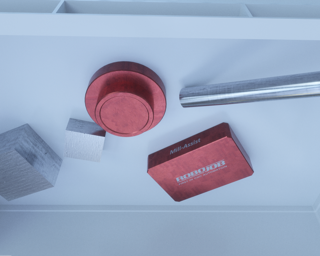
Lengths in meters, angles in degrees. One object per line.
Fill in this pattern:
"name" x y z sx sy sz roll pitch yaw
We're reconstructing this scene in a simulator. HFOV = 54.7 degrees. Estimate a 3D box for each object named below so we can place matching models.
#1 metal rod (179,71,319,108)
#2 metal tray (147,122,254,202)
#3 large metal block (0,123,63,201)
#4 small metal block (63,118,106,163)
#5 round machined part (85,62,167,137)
"metal rod" 0.155 -0.042 0.298 0.300 0.025 0.025 -3 135 34
"metal tray" 0.058 0.054 0.453 0.130 0.030 0.090 -25 126 19
"large metal block" -0.199 0.050 0.432 0.080 0.050 0.080 -19 128 15
"small metal block" -0.102 0.018 0.423 0.050 0.025 0.050 11 129 -10
"round machined part" -0.041 -0.027 0.374 0.099 0.042 0.097 -1 130 0
